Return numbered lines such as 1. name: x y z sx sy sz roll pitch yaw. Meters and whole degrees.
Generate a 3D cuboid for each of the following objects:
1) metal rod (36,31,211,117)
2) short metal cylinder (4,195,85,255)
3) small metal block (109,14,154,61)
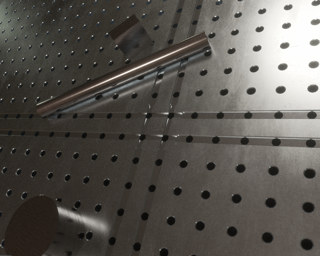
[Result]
1. metal rod: -0.067 -0.080 0.490 0.301 0.025 0.025 -20 54 16
2. short metal cylinder: -0.142 0.130 0.385 0.080 0.050 0.080 -13 56 20
3. small metal block: -0.046 -0.147 0.505 0.050 0.050 0.025 -35 52 5
